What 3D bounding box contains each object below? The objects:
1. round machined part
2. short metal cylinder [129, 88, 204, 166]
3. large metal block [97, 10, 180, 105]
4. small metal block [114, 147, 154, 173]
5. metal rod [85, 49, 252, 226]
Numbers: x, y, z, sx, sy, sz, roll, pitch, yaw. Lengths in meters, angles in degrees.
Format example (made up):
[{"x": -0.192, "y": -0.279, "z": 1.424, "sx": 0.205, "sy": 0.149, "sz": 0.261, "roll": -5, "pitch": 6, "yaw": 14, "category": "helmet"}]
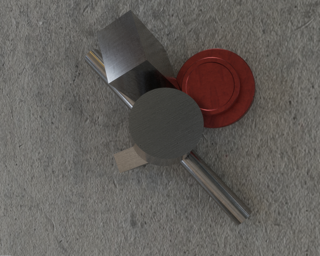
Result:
[{"x": 0.064, "y": -0.048, "z": 0.377, "sx": 0.098, "sy": 0.042, "sz": 0.097, "roll": 0, "pitch": 90, "yaw": 19, "category": "round machined part"}, {"x": 0.005, "y": 0.000, "z": 0.355, "sx": 0.081, "sy": 0.050, "sz": 0.080, "roll": 1, "pitch": 74, "yaw": -4, "category": "short metal cylinder"}, {"x": -0.025, "y": -0.079, "z": 0.378, "sx": 0.050, "sy": 0.080, "sz": 0.080, "roll": -28, "pitch": 59, "yaw": 19, "category": "large metal block"}, {"x": -0.024, "y": 0.036, "z": 0.405, "sx": 0.050, "sy": 0.050, "sz": 0.025, "roll": -22, "pitch": 82, "yaw": 18, "category": "small metal block"}, {"x": 0.002, "y": 0.003, "z": 0.409, "sx": 0.025, "sy": 0.025, "sz": 0.300, "roll": -47, "pitch": 76, "yaw": 14, "category": "metal rod"}]
